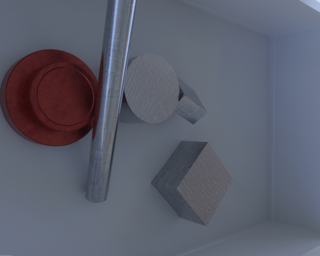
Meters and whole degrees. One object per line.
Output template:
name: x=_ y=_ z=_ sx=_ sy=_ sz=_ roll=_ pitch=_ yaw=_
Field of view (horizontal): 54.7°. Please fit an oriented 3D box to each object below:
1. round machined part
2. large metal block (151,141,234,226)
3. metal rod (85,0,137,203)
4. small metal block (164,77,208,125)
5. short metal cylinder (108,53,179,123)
round machined part: x=-0.102 y=-0.030 z=0.311 sx=0.099 sy=0.042 sz=0.097 roll=0 pitch=90 yaw=-40
large metal block: x=0.047 y=0.075 z=0.433 sx=0.080 sy=0.050 sz=0.080 roll=-52 pitch=121 yaw=-28
metal rod: x=-0.044 y=-0.057 z=0.292 sx=0.025 sy=0.025 sz=0.298 roll=-9 pitch=121 yaw=-40
small metal block: x=0.031 y=-0.039 z=0.414 sx=0.050 sy=0.025 sz=0.050 roll=31 pitch=26 yaw=-41
short metal cylinder: x=-0.023 y=-0.045 z=0.372 sx=0.081 sy=0.050 sz=0.079 roll=0 pitch=90 yaw=-40
